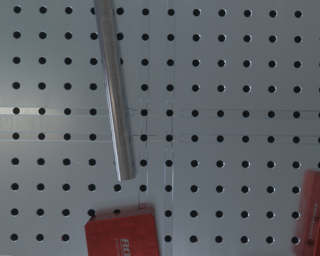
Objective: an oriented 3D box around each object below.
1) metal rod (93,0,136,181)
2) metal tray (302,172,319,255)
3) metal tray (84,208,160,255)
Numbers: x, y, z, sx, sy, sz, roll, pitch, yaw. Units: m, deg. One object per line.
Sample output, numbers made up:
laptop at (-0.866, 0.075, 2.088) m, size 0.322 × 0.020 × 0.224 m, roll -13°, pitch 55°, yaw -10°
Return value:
metal rod at (-0.064, -0.080, 0.412) m, size 0.025 × 0.025 × 0.298 m, roll -7°, pitch 90°, yaw 0°
metal tray at (0.249, 0.131, 0.412) m, size 0.091 × 0.030 × 0.129 m, roll 10°, pitch 90°, yaw 0°
metal tray at (-0.044, 0.179, 0.411) m, size 0.091 × 0.030 × 0.129 m, roll -8°, pitch 90°, yaw 0°
